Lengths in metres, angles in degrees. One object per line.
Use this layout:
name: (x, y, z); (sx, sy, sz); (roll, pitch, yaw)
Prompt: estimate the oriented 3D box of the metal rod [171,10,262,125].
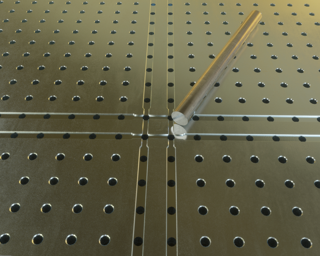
metal rod: (0.103, -0.112, 0.501); (0.025, 0.025, 0.301); (25, 54, 19)
